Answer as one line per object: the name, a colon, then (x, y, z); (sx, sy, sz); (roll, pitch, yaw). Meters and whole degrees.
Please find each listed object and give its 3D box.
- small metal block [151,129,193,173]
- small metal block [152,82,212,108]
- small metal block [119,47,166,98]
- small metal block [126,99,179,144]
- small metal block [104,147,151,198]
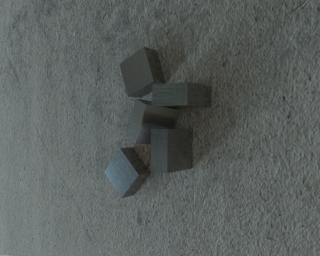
small metal block: (0.015, 0.026, 0.376); (0.025, 0.050, 0.050); (1, 91, 40)
small metal block: (0.026, -0.038, 0.367); (0.050, 0.050, 0.025); (2, 91, 40)
small metal block: (-0.024, -0.075, 0.425); (0.050, 0.025, 0.050); (-25, 75, 37)
small metal block: (-0.009, -0.007, 0.393); (0.025, 0.050, 0.050); (33, 112, 51)
small metal block: (-0.047, 0.064, 0.444); (0.050, 0.025, 0.050); (51, 120, 28)
